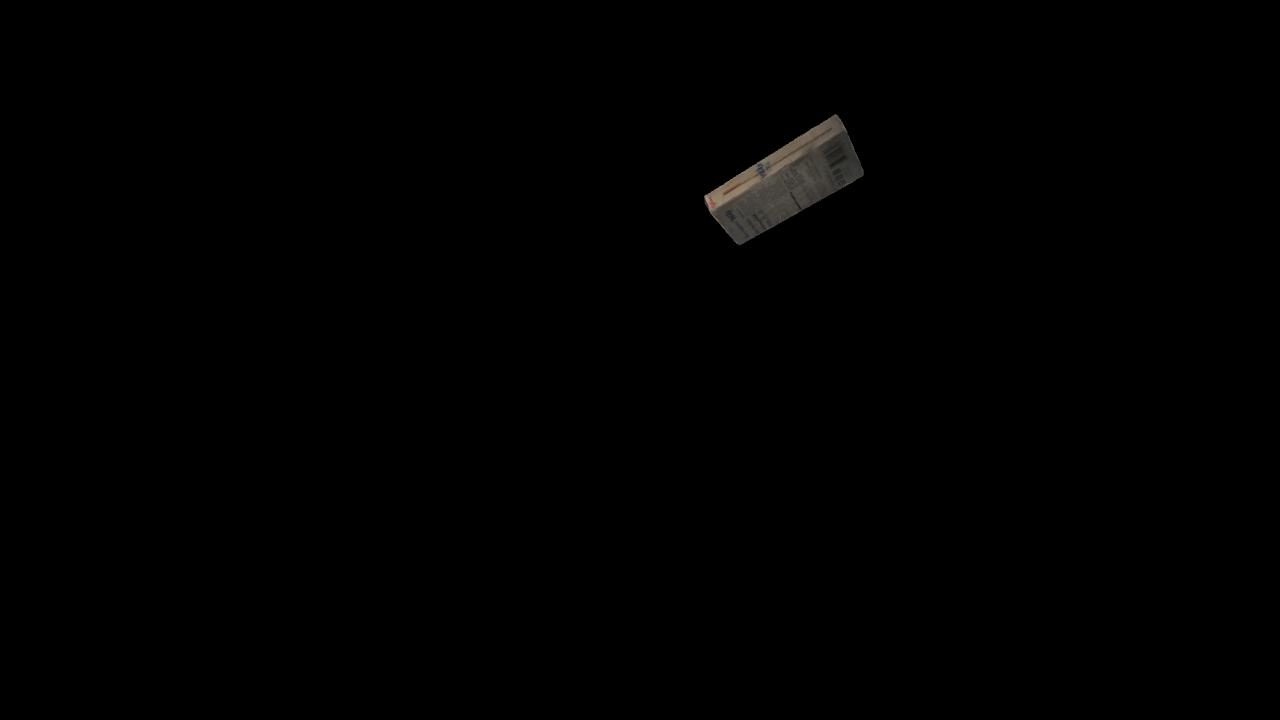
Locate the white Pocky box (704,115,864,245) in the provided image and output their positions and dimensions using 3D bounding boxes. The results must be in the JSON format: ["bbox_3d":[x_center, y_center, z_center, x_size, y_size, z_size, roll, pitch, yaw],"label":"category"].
[{"bbox_3d":[0.154,-0.186,0.656,0.154,0.028,0.084,-28,-29,21],"label":"white Pocky box"}]
